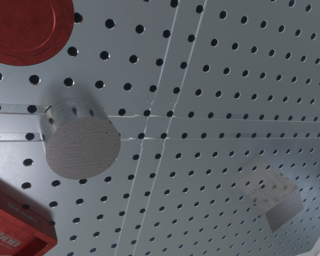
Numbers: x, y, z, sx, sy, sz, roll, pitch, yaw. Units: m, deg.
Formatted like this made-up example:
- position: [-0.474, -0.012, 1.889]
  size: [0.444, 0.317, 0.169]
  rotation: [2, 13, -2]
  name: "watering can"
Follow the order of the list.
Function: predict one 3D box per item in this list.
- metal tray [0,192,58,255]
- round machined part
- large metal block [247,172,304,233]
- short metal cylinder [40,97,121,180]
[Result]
- position: [-0.204, 0.132, 0.378]
  size: [0.090, 0.030, 0.130]
  rotation: [-39, 130, -2]
  name: "metal tray"
- position: [-0.124, -0.101, 0.270]
  size: [0.099, 0.042, 0.097]
  rotation: [-14, 124, -21]
  name: "round machined part"
- position: [0.230, 0.148, 0.613]
  size: [0.080, 0.050, 0.080]
  rotation: [-35, 129, -5]
  name: "large metal block"
- position: [-0.091, 0.012, 0.353]
  size: [0.081, 0.050, 0.079]
  rotation: [-14, 124, -21]
  name: "short metal cylinder"
